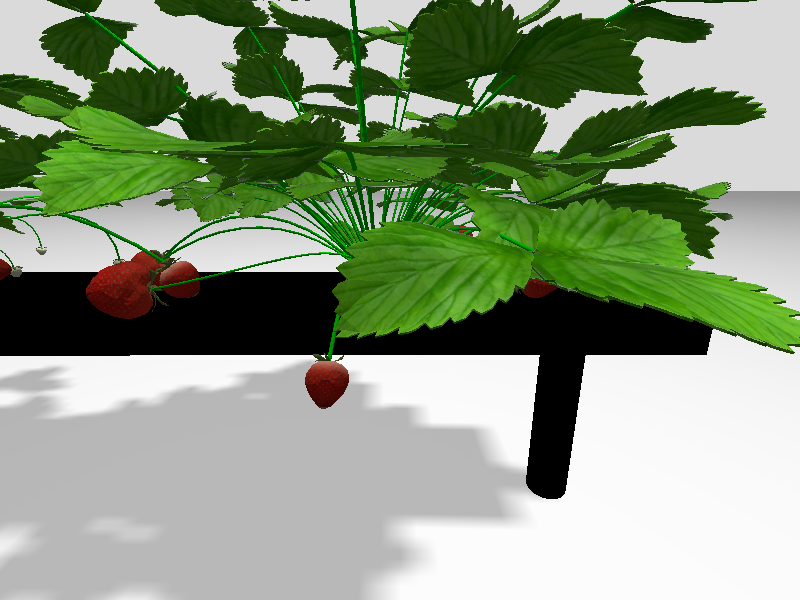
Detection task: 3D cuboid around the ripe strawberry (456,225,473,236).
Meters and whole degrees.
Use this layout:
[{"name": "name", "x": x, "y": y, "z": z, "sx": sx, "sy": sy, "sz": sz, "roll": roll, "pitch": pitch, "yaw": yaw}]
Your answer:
[{"name": "ripe strawberry", "x": 0.077, "y": -0.081, "z": 0.524, "sx": 0.043, "sy": 0.037, "sz": 0.043, "roll": 9, "pitch": 19, "yaw": 28}]

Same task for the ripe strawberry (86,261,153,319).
[{"name": "ripe strawberry", "x": -0.194, "y": -0.007, "z": 0.279, "sx": 0.038, "sy": 0.040, "sz": 0.035, "roll": -8, "pitch": 19, "yaw": -24}]

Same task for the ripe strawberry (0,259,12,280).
[{"name": "ripe strawberry", "x": -0.375, "y": -0.027, "z": 0.365, "sx": 0.030, "sy": 0.029, "sz": 0.033, "roll": -1, "pitch": 17, "yaw": -4}]

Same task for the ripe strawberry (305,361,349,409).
[{"name": "ripe strawberry", "x": -0.032, "y": 0.037, "z": 0.175, "sx": 0.019, "sy": 0.020, "sz": 0.020, "roll": 1, "pitch": -26, "yaw": 3}]

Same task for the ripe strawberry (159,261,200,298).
[{"name": "ripe strawberry", "x": -0.182, "y": -0.015, "z": 0.335, "sx": 0.030, "sy": 0.031, "sz": 0.029, "roll": -37, "pitch": 10, "yaw": 14}]

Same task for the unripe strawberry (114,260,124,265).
[{"name": "unripe strawberry", "x": -0.297, "y": -0.038, "z": 0.424, "sx": 0.010, "sy": 0.010, "sz": 0.011, "roll": -6, "pitch": 18, "yaw": -20}]

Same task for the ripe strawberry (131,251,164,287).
[{"name": "ripe strawberry", "x": -0.225, "y": -0.025, "z": 0.358, "sx": 0.035, "sy": 0.035, "sz": 0.033, "roll": -33, "pitch": 14, "yaw": 10}]

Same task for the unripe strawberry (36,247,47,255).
[{"name": "unripe strawberry", "x": -0.455, "y": -0.062, "z": 0.508, "sx": 0.009, "sy": 0.010, "sz": 0.010, "roll": 2, "pitch": 17, "yaw": 5}]

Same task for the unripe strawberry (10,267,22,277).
[{"name": "unripe strawberry", "x": -0.362, "y": -0.026, "z": 0.377, "sx": 0.010, "sy": 0.010, "sz": 0.009, "roll": -3, "pitch": 17, "yaw": -9}]

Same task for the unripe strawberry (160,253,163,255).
[{"name": "unripe strawberry", "x": -0.262, "y": -0.043, "z": 0.440, "sx": 0.016, "sy": 0.016, "sz": 0.014, "roll": -28, "pitch": 5, "yaw": 25}]

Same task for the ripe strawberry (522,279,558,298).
[{"name": "ripe strawberry", "x": 0.114, "y": -0.017, "z": 0.326, "sx": 0.031, "sy": 0.031, "sz": 0.035, "roll": 5, "pitch": 18, "yaw": 13}]
